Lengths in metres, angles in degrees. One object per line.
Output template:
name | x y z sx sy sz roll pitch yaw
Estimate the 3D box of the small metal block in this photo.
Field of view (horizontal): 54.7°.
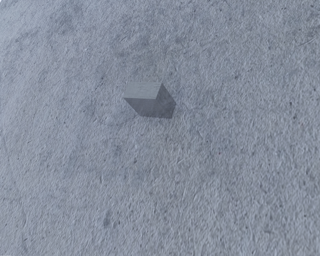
small metal block | -0.013 -0.037 0.417 0.050 0.050 0.025 6 65 30
